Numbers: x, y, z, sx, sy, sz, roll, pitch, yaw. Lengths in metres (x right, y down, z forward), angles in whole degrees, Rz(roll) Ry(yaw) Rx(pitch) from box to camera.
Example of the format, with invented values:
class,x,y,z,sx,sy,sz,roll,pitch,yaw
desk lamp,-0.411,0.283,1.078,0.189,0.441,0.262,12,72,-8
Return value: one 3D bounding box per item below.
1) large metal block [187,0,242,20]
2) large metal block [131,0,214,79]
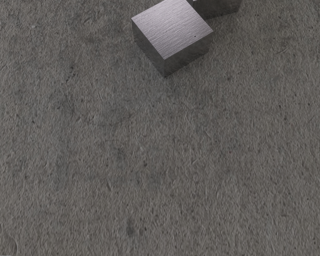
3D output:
class,x,y,z,sx,sy,sz,roll,pitch,yaw
large metal block,0.073,-0.216,0.474,0.080,0.050,0.080,-17,71,-6
large metal block,0.016,-0.132,0.443,0.080,0.050,0.080,-33,73,-11
